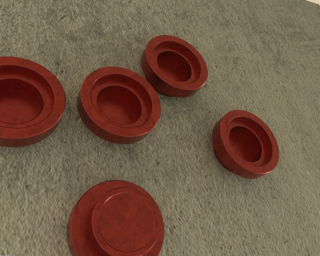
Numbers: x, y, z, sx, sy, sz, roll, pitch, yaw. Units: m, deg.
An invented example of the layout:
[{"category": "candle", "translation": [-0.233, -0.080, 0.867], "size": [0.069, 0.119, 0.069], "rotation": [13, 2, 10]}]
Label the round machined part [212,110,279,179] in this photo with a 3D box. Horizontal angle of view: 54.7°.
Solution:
[{"category": "round machined part", "translation": [0.115, 0.026, 0.439], "size": [0.099, 0.042, 0.098], "rotation": [14, 56, -21]}]

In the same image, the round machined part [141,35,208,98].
[{"category": "round machined part", "translation": [0.017, -0.085, 0.454], "size": [0.099, 0.042, 0.098], "rotation": [14, 56, -21]}]

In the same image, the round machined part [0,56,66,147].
[{"category": "round machined part", "translation": [-0.153, -0.023, 0.325], "size": [0.099, 0.042, 0.098], "rotation": [14, 56, -21]}]

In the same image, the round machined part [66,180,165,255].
[{"category": "round machined part", "translation": [-0.040, 0.098, 0.311], "size": [0.099, 0.042, 0.098], "rotation": [14, 56, -21]}]

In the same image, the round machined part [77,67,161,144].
[{"category": "round machined part", "translation": [-0.052, -0.024, 0.379], "size": [0.099, 0.042, 0.098], "rotation": [14, 56, -21]}]
